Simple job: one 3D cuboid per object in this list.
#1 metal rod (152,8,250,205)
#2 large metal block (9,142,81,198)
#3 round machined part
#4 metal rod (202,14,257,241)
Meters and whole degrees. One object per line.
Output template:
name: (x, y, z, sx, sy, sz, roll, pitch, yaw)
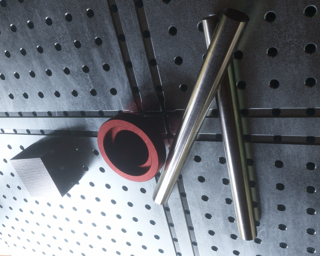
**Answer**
metal rod: (0.034, 0.004, 0.373, 0.025, 0.025, 0.298, 28, 134, 10)
large metal block: (-0.201, 0.074, 0.544, 0.080, 0.050, 0.080, -6, 115, 30)
round machined part: (-0.034, 0.022, 0.427, 0.098, 0.042, 0.097, 15, 124, 24)
metal rod: (0.089, 0.019, 0.374, 0.025, 0.025, 0.298, -1, 118, 28)
